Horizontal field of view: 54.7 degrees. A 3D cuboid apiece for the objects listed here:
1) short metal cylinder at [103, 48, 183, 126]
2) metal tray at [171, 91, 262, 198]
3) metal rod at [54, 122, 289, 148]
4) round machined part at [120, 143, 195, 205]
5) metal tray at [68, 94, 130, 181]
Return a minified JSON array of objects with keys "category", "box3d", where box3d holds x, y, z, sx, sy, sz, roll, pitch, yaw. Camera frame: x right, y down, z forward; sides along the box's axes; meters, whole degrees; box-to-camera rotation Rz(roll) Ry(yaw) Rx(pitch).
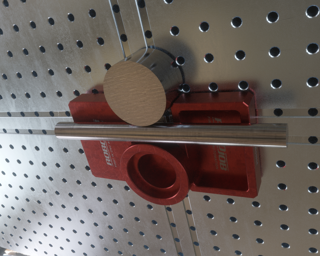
[{"category":"short metal cylinder","box3d":[-0.019,-0.049,0.370,0.080,0.050,0.079,13,124,21]},{"category":"metal tray","box3d":[0.071,0.022,0.379,0.090,0.030,0.129,1,119,27]},{"category":"metal rod","box3d":[-0.008,0.006,0.374,0.300,0.025,0.025,1,119,27]},{"category":"round machined part","box3d":[0.000,0.053,0.416,0.098,0.042,0.097,13,124,21]},{"category":"metal tray","box3d":[-0.071,0.015,0.448,0.090,0.030,0.129,3,120,27]}]
